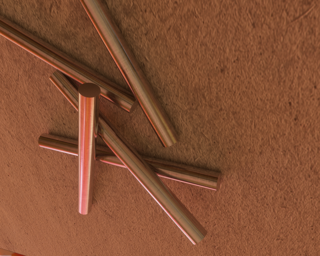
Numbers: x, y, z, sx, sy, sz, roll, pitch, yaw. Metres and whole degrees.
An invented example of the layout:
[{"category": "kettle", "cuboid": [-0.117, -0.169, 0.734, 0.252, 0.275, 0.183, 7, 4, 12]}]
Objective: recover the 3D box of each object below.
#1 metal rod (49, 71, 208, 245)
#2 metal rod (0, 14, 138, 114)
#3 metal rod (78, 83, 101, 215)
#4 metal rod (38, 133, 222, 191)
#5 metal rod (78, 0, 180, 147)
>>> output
[{"category": "metal rod", "cuboid": [-0.046, 0.036, 0.426, 0.300, 0.025, 0.025, 48, 129, 4]}, {"category": "metal rod", "cuboid": [-0.161, -0.106, 0.425, 0.301, 0.025, 0.025, 31, 129, 7]}, {"category": "metal rod", "cuboid": [-0.110, 0.053, 0.463, 0.025, 0.025, 0.298, 28, 139, 10]}, {"category": "metal rod", "cuboid": [-0.059, 0.046, 0.466, 0.301, 0.025, 0.025, 11, 123, 22]}, {"category": "metal rod", "cuboid": [-0.057, -0.107, 0.370, 0.025, 0.025, 0.299, -19, 109, 35]}]
